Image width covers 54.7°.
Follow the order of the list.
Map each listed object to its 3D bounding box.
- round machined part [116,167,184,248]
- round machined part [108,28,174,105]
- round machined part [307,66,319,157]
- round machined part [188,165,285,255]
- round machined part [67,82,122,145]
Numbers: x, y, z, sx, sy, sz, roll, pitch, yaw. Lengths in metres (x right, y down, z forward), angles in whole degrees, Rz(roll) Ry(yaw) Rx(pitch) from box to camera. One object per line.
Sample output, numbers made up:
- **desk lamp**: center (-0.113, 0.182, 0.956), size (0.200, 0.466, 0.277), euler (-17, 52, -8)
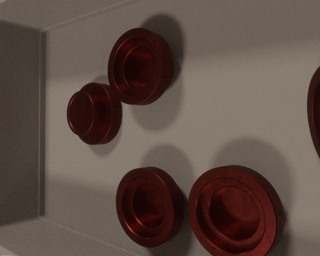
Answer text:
- **round machined part**: center (-0.008, 0.099, 0.401), size (0.098, 0.042, 0.097), euler (0, 90, 39)
- **round machined part**: center (-0.021, -0.079, 0.411), size (0.098, 0.042, 0.097), euler (0, 90, 39)
- **round machined part**: center (0.157, -0.007, 0.242), size (0.042, 0.098, 0.097), euler (-9, 83, 4)
- **round machined part**: center (0.082, 0.088, 0.327), size (0.098, 0.042, 0.097), euler (0, 90, 39)
- **round machined part**: center (-0.108, -0.022, 0.482), size (0.098, 0.042, 0.097), euler (0, 90, 39)
